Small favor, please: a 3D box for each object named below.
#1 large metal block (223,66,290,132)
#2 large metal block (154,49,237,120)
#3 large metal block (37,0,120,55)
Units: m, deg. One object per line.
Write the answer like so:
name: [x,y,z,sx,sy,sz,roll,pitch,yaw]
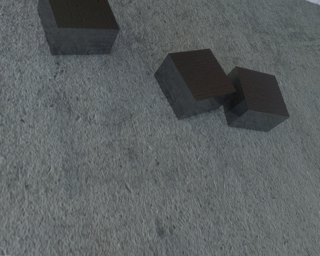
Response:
large metal block: [0.147,-0.044,0.494,0.081,0.050,0.080,7,59,-25]
large metal block: [0.051,-0.066,0.455,0.081,0.050,0.080,-16,70,-34]
large metal block: [-0.111,-0.146,0.417,0.081,0.050,0.080,-10,67,-32]
